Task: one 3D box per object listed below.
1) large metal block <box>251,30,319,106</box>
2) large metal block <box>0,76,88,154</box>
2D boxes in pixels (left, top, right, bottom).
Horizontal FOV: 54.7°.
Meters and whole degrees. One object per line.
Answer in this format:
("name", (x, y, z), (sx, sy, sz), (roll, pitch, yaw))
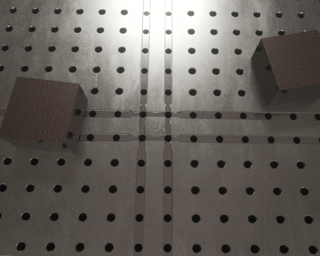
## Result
("large metal block", (0.184, -0.083, 0.431), (0.081, 0.050, 0.080), (-10, 70, -4))
("large metal block", (-0.147, -0.015, 0.402), (0.080, 0.050, 0.080), (7, 70, 2))
